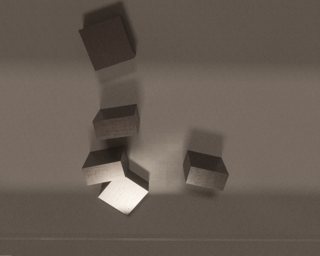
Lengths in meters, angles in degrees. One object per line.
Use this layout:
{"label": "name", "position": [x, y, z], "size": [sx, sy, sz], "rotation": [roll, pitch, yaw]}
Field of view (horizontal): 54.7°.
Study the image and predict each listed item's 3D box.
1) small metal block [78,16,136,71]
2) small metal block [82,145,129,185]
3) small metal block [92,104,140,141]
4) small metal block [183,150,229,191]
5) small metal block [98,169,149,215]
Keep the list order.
{"label": "small metal block", "position": [-0.062, -0.102, 0.373], "size": [0.050, 0.025, 0.050], "rotation": [-18, 109, 6]}
{"label": "small metal block", "position": [-0.071, 0.049, 0.415], "size": [0.050, 0.050, 0.025], "rotation": [-11, 110, 4]}
{"label": "small metal block", "position": [-0.054, -0.008, 0.394], "size": [0.050, 0.050, 0.025], "rotation": [-8, 110, 3]}
{"label": "small metal block", "position": [0.060, 0.057, 0.420], "size": [0.050, 0.050, 0.025], "rotation": [13, 110, -5]}
{"label": "small metal block", "position": [-0.051, 0.088, 0.443], "size": [0.050, 0.025, 0.050], "rotation": [36, 106, -13]}
